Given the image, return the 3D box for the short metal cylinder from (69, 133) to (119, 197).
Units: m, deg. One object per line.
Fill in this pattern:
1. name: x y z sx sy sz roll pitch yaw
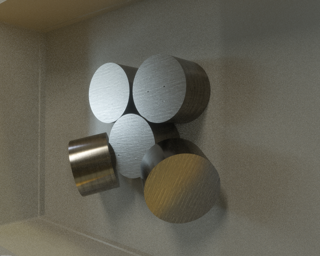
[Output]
1. short metal cylinder: -0.091 0.050 0.434 0.050 0.080 0.080 -14 78 -6

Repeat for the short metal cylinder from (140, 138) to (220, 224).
1. short metal cylinder: 0.020 0.057 0.343 0.050 0.081 0.079 -120 44 -72

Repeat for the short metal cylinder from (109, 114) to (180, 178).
1. short metal cylinder: -0.020 0.022 0.401 0.080 0.050 0.079 0 90 39

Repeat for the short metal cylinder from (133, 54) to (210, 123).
1. short metal cylinder: 0.013 -0.046 0.376 0.080 0.050 0.079 0 90 39

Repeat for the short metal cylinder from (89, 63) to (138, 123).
1. short metal cylinder: -0.053 -0.046 0.428 0.080 0.050 0.079 0 90 39
